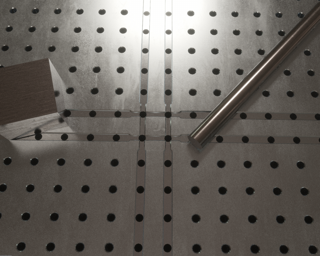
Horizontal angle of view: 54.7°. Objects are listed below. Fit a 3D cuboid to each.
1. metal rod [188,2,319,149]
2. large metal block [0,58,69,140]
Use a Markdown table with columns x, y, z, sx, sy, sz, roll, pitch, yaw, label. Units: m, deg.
| x | y | z | sx | sy | sz | roll | pitch | yaw | label |
| --- | --- | --- | --- | --- | --- | --- | --- | --- | --- |
| 0.149 | -0.083 | 0.443 | 0.025 | 0.025 | 0.301 | 42 | 75 | 13 | metal rod |
| -0.174 | -0.038 | 0.410 | 0.081 | 0.050 | 0.080 | -14 | 71 | -5 | large metal block |
